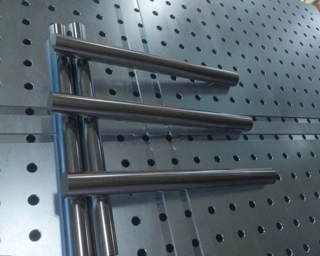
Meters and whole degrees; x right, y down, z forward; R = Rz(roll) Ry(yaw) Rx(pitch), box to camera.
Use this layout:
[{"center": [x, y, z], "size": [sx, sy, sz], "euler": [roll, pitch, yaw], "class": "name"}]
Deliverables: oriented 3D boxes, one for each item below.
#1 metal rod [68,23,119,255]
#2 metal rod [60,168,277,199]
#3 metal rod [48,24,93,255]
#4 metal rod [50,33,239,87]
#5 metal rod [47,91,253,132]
[{"center": [-0.084, -0.005, 0.366], "size": [0.025, 0.025, 0.299], "euler": [1, 61, -28], "class": "metal rod"}, {"center": [0.036, 0.062, 0.373], "size": [0.302, 0.025, 0.025], "euler": [4, 60, -34], "class": "metal rod"}, {"center": [-0.105, 0.001, 0.351], "size": [0.025, 0.025, 0.299], "euler": [1, 61, -28], "class": "metal rod"}, {"center": [0.000, -0.091, 0.447], "size": [0.302, 0.025, 0.025], "euler": [4, 60, -33], "class": "metal rod"}, {"center": [0.011, -0.016, 0.406], "size": [0.302, 0.025, 0.025], "euler": [5, 60, -33], "class": "metal rod"}]
